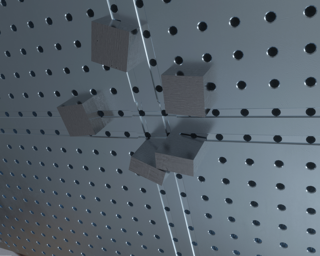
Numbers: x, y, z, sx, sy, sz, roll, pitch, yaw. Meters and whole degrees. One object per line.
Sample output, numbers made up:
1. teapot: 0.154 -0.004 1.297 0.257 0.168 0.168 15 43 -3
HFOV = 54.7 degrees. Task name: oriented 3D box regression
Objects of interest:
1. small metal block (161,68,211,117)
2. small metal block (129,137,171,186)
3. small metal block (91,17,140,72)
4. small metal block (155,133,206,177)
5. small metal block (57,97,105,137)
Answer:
1. small metal block: 0.032 -0.043 0.367 0.050 0.025 0.050 6 121 24
2. small metal block: -0.007 0.045 0.425 0.050 0.050 0.025 24 127 13
3. small metal block: -0.055 -0.101 0.376 0.050 0.025 0.050 20 126 16
4. small metal block: 0.028 0.033 0.400 0.050 0.050 0.025 10 122 22
5. small metal block: -0.117 -0.016 0.461 0.050 0.025 0.050 -4 116 30
